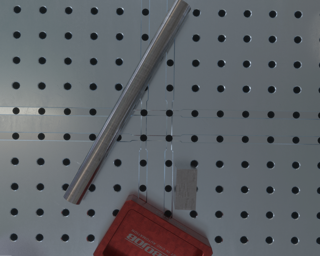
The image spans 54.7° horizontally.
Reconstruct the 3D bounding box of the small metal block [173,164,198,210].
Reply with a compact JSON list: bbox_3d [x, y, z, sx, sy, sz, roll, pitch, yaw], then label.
[{"bbox_3d":[0.032,0.075,0.401,0.025,0.050,0.050,3,90,0],"label":"small metal block"}]

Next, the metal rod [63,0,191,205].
[{"bbox_3d":[-0.043,-0.035,0.412,0.025,0.025,0.299,30,90,0],"label":"metal rod"}]

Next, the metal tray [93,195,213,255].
[{"bbox_3d":[-0.009,0.161,0.410,0.130,0.030,0.090,31,90,0],"label":"metal tray"}]
